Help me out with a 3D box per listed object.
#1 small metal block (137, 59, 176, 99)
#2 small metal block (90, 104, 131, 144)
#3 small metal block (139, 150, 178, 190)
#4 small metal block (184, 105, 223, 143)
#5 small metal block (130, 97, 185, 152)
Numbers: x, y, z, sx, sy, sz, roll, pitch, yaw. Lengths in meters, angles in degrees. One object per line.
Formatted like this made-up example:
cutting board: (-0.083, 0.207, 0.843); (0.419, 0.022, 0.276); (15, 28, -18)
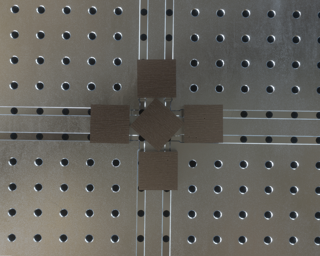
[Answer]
small metal block: (-0.004, -0.064, 0.413); (0.050, 0.025, 0.050); (-1, 90, -1)
small metal block: (-0.065, -0.005, 0.412); (0.050, 0.025, 0.050); (1, 90, -1)
small metal block: (-0.002, 0.056, 0.413); (0.050, 0.025, 0.050); (0, 90, -1)
small metal block: (0.057, -0.005, 0.414); (0.050, 0.025, 0.050); (0, 90, -1)
small metal block: (-0.004, -0.005, 0.413); (0.050, 0.025, 0.050); (42, 90, -1)
